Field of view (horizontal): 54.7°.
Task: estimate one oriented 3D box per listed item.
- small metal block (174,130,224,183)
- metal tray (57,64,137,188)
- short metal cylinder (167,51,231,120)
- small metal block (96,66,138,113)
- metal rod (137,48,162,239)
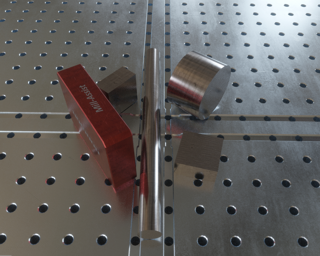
[{"bbox_3d":[0.048,0.034,0.380,0.050,0.025,0.050,12,51,9],"label":"small metal block"},{"bbox_3d":[-0.075,-0.003,0.366,0.030,0.089,0.130,-26,55,-20],"label":"metal tray"},{"bbox_3d":[0.053,-0.058,0.421,0.050,0.080,0.080,31,56,23],"label":"short metal cylinder"},{"bbox_3d":[-0.059,-0.049,0.431,0.025,0.050,0.050,34,58,25],"label":"small metal block"},{"bbox_3d":[-0.011,-0.006,0.412,0.025,0.025,0.300,0,50,-1],"label":"metal rod"}]
